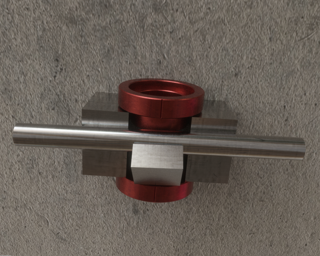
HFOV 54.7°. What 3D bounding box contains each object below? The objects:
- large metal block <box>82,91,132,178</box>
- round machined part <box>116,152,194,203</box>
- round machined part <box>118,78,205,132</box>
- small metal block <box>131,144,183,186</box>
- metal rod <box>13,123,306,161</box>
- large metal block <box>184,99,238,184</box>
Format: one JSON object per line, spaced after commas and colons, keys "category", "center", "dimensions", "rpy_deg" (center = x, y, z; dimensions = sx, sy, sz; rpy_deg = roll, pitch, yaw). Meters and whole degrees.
{"category": "large metal block", "center": [-0.062, 0.005, 0.383], "dimensions": [0.050, 0.080, 0.079], "rpy_deg": [4, 110, -2]}
{"category": "round machined part", "center": [-0.005, 0.051, 0.391], "dimensions": [0.099, 0.098, 0.042], "rpy_deg": [4, 105, -2]}
{"category": "round machined part", "center": [0.001, -0.027, 0.362], "dimensions": [0.099, 0.098, 0.042], "rpy_deg": [4, 111, -2]}
{"category": "small metal block", "center": [-0.002, 0.040, 0.326], "dimensions": [0.050, 0.025, 0.050], "rpy_deg": [2, 151, 1]}
{"category": "metal rod", "center": [0.001, 0.015, 0.331], "dimensions": [0.302, 0.025, 0.025], "rpy_deg": [3, 110, -2]}
{"category": "large metal block", "center": [0.057, 0.013, 0.387], "dimensions": [0.050, 0.080, 0.079], "rpy_deg": [4, 110, -1]}
